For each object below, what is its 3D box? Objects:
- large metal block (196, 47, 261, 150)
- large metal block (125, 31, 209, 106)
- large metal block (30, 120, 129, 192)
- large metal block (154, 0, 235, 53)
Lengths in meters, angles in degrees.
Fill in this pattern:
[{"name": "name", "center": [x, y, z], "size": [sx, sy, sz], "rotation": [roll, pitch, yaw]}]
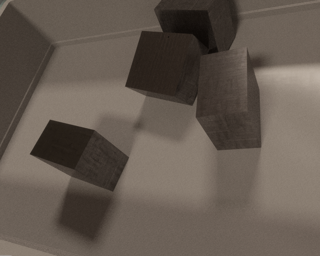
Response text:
[{"name": "large metal block", "center": [0.080, -0.029, 0.346], "size": [0.050, 0.080, 0.080], "rotation": [-6, 59, 25]}, {"name": "large metal block", "center": [0.010, -0.081, 0.419], "size": [0.080, 0.050, 0.080], "rotation": [16, 88, 34]}, {"name": "large metal block", "center": [-0.101, 0.036, 0.400], "size": [0.080, 0.080, 0.050], "rotation": [11, 68, 32]}, {"name": "large metal block", "center": [0.050, -0.144, 0.427], "size": [0.080, 0.080, 0.050], "rotation": [16, 61, 34]}]
